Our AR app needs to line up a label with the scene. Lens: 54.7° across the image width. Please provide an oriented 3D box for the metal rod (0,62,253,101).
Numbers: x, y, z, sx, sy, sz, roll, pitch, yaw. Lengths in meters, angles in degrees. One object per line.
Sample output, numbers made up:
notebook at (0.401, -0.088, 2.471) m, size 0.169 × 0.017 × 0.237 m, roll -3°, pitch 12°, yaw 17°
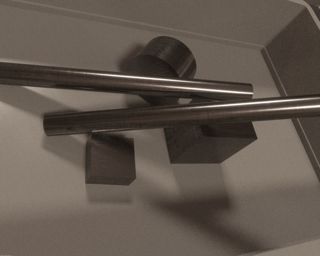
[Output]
metal rod at (-0.038, -0.052, 0.365) m, size 0.302 × 0.025 × 0.025 m, roll 4°, pitch 59°, yaw -8°

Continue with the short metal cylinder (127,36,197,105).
short metal cylinder at (0.003, -0.076, 0.420) m, size 0.080 × 0.080 × 0.050 m, roll 37°, pitch 51°, yaw -4°

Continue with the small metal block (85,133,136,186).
small metal block at (-0.057, 0.037, 0.354) m, size 0.050 × 0.025 × 0.050 m, roll 8°, pitch 58°, yaw -25°

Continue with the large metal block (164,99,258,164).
large metal block at (0.062, 0.008, 0.401) m, size 0.081 × 0.080 × 0.050 m, roll 3°, pitch 61°, yaw -27°

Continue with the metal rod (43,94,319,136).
metal rod at (0.026, -0.014, 0.339) m, size 0.302 × 0.025 × 0.025 m, roll -4°, pitch 60°, yaw 2°
